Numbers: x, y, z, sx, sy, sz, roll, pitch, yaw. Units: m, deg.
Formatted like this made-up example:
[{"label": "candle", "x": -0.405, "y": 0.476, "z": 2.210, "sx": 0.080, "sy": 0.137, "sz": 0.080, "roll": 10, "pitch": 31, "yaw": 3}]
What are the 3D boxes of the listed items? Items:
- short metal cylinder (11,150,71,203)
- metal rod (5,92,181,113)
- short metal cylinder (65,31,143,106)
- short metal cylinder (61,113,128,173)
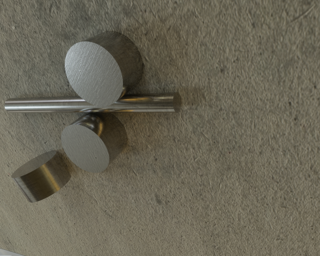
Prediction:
[{"label": "short metal cylinder", "x": -0.201, "y": 0.081, "z": 0.527, "sx": 0.080, "sy": 0.080, "sz": 0.050, "roll": -13, "pitch": 112, "yaw": 33}, {"label": "metal rod", "x": -0.113, "y": -0.034, "z": 0.445, "sx": 0.300, "sy": 0.025, "sz": 0.025, "roll": 1, "pitch": 119, "yaw": 27}, {"label": "short metal cylinder", "x": -0.068, "y": -0.073, "z": 0.381, "sx": 0.080, "sy": 0.050, "sz": 0.079, "roll": 13, "pitch": 124, "yaw": 21}, {"label": "short metal cylinder", "x": -0.095, "y": 0.018, "z": 0.452, "sx": 0.080, "sy": 0.050, "sz": 0.079, "roll": 13, "pitch": 124, "yaw": 21}]
